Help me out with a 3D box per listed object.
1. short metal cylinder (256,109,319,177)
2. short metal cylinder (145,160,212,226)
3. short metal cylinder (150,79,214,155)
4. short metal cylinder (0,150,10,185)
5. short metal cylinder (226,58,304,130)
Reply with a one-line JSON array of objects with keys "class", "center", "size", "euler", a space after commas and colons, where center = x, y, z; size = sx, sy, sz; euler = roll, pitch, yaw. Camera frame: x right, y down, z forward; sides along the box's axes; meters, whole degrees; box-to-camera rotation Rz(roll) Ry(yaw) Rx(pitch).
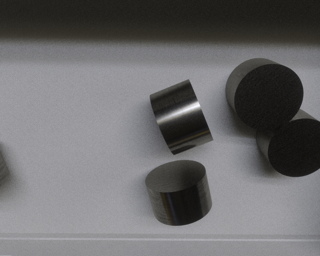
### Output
[{"class": "short metal cylinder", "center": [0.174, 0.017, 0.407], "size": [0.081, 0.050, 0.079], "euler": [0, 110, -1]}, {"class": "short metal cylinder", "center": [0.025, 0.084, 0.413], "size": [0.080, 0.080, 0.050], "euler": [-12, 110, 4]}, {"class": "short metal cylinder", "center": [0.027, -0.013, 0.378], "size": [0.050, 0.080, 0.080], "euler": [-22, 109, 7]}, {"class": "short metal cylinder", "center": [-0.245, 0.052, 0.398], "size": [0.080, 0.080, 0.050], "euler": [-11, 110, 3]}, {"class": "short metal cylinder", "center": [0.127, -0.043, 0.384], "size": [0.081, 0.050, 0.079], "euler": [0, 110, -1]}]
